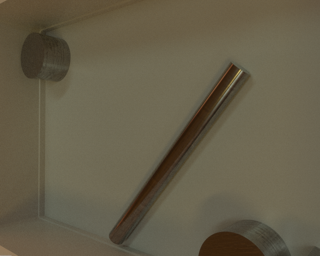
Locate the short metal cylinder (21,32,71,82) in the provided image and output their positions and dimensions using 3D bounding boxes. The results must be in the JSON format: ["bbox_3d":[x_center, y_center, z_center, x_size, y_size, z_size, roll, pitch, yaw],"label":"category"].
[{"bbox_3d":[-0.206,-0.126,0.557,0.080,0.050,0.079,0,90,39],"label":"short metal cylinder"}]

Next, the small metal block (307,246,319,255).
[{"bbox_3d":[0.150,0.134,0.267,0.050,0.050,0.025,22,104,37],"label":"small metal block"}]

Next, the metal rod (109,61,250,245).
[{"bbox_3d":[0.012,0.048,0.395,0.025,0.025,0.298,48,118,29],"label":"metal rod"}]

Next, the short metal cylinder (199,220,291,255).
[{"bbox_3d":[0.087,0.141,0.318,0.080,0.050,0.079,0,90,39],"label":"short metal cylinder"}]
